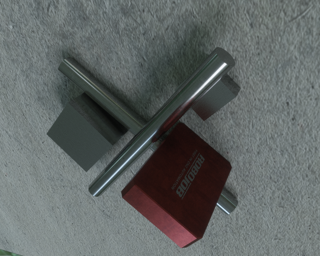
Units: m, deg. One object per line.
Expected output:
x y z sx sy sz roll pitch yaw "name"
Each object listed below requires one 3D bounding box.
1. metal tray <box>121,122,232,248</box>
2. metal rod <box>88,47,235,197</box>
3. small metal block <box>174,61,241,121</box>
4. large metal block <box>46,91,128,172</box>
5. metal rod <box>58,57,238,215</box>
0.026 0.059 0.361 0.090 0.131 0.030 41 130 0 "metal tray"
-0.019 0.014 0.392 0.025 0.025 0.298 43 129 -2 "metal rod"
0.054 -0.044 0.352 0.050 0.025 0.050 46 129 -4 "small metal block"
-0.103 0.004 0.445 0.080 0.050 0.080 45 129 -4 "large metal block"
-0.015 0.011 0.422 0.300 0.025 0.025 41 129 0 "metal rod"
